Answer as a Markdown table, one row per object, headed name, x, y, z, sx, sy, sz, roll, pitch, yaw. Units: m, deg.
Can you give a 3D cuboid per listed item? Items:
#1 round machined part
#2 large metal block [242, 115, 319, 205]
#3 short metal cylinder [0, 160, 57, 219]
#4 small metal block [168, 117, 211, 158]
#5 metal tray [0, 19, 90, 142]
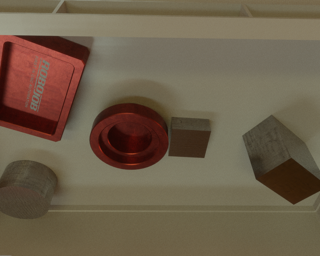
| name | x | y | z | sx | sy | sz | roll | pitch | yaw |
| --- | --- | --- | --- | --- | --- | --- | --- | --- | --- |
| round machined part | -0.039 | 0.007 | 0.403 | 0.099 | 0.042 | 0.097 | -1 | 130 | 0 |
| large metal block | 0.163 | 0.042 | 0.411 | 0.080 | 0.080 | 0.050 | 33 | 122 | -25 |
| short metal cylinder | -0.203 | 0.094 | 0.470 | 0.081 | 0.050 | 0.079 | 0 | 130 | 0 |
| small metal block | 0.039 | 0.013 | 0.421 | 0.050 | 0.025 | 0.050 | 3 | 130 | -4 |
| metal tray | -0.145 | -0.048 | 0.362 | 0.091 | 0.030 | 0.129 | 18 | 128 | -16 |
